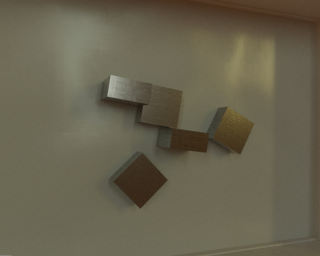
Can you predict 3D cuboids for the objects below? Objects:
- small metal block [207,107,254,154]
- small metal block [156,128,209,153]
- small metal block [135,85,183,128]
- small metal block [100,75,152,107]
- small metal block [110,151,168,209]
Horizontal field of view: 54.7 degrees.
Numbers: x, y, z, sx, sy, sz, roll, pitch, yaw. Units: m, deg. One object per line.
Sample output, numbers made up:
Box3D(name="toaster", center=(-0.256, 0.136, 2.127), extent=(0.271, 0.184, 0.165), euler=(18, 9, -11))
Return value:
Box3D(name="small metal block", center=(0.100, 0.004, 0.447), extent=(0.050, 0.025, 0.050), euler=(30, 80, -18))
Box3D(name="small metal block", center=(0.029, 0.016, 0.408), extent=(0.050, 0.050, 0.025), euler=(8, 88, -20))
Box3D(name="small metal block", center=(-0.001, -0.028, 0.410), extent=(0.050, 0.025, 0.050), euler=(10, 87, -20))
Box3D(name="small metal block", center=(-0.043, -0.044, 0.381), extent=(0.050, 0.050, 0.025), euler=(9, 87, -20))
Box3D(name="small metal block", center=(-0.028, 0.066, 0.400), extent=(0.050, 0.025, 0.050), euler=(-45, 104, -15))
